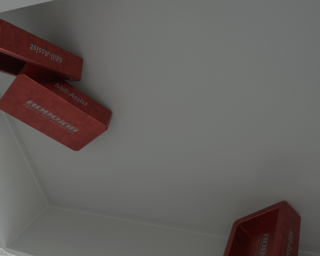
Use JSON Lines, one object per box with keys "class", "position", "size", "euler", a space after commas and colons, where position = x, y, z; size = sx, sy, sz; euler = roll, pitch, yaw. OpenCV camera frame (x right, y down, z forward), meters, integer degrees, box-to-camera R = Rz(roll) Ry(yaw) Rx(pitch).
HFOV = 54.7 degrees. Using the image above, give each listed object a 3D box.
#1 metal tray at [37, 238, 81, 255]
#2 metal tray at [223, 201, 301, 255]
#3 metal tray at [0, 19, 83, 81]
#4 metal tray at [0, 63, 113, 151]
{"class": "metal tray", "position": [-0.212, 0.313, 0.710], "size": [0.090, 0.030, 0.130], "euler": [-17, 110, 34]}
{"class": "metal tray", "position": [0.118, 0.155, 0.374], "size": [0.030, 0.131, 0.090], "euler": [47, 129, -4]}
{"class": "metal tray", "position": [-0.171, -0.087, 0.379], "size": [0.090, 0.130, 0.030], "euler": [2, 84, 27]}
{"class": "metal tray", "position": [-0.145, -0.025, 0.432], "size": [0.130, 0.030, 0.090], "euler": [35, 134, -25]}
